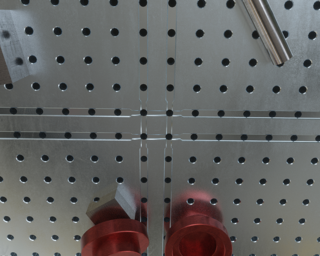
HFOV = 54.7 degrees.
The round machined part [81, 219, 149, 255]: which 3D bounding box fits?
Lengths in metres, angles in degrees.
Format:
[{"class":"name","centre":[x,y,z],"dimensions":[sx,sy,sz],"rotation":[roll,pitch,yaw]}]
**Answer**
[{"class":"round machined part","centre":[-0.063,0.177,0.449],"dimensions":[0.099,0.042,0.097],"rotation":[-9,134,-10]}]

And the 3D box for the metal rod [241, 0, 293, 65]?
[{"class":"metal rod","centre":[0.073,-0.204,0.338],"dimensions":[0.025,0.025,0.299],"rotation":[-30,108,10]}]

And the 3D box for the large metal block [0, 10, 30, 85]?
[{"class":"large metal block","centre":[-0.214,-0.091,0.364],"dimensions":[0.080,0.050,0.079],"rotation":[-8,110,3]}]

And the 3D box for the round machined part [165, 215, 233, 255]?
[{"class":"round machined part","centre":[0.056,0.172,0.468],"dimensions":[0.099,0.042,0.097],"rotation":[0,110,0]}]

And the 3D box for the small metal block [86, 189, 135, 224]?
[{"class":"small metal block","centre":[-0.072,0.126,0.459],"dimensions":[0.050,0.025,0.050],"rotation":[-30,108,10]}]
